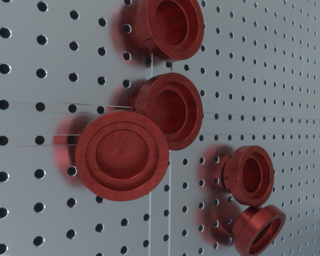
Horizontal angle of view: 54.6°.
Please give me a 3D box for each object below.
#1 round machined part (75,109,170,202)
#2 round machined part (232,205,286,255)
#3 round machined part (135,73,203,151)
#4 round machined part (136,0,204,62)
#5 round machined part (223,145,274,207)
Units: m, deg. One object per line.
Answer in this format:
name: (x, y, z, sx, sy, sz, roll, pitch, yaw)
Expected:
round machined part: (-0.042, 0.027, 0.344, 0.099, 0.042, 0.097, -2, 100, -10)
round machined part: (0.158, 0.165, 0.512, 0.099, 0.042, 0.097, -23, 132, -28)
round machined part: (0.007, -0.020, 0.403, 0.099, 0.042, 0.097, 0, 90, -40)
round machined part: (0.009, -0.135, 0.404, 0.099, 0.042, 0.097, 0, 90, -40)
round machined part: (0.143, 0.078, 0.513, 0.099, 0.042, 0.098, 5, 83, -38)
